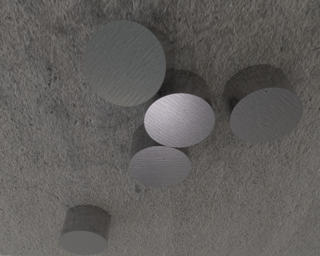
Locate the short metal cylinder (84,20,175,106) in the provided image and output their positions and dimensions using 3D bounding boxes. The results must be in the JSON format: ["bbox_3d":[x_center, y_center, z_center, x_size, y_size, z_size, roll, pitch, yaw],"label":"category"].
[{"bbox_3d":[-0.028,-0.066,0.314,0.080,0.050,0.079,4,107,12],"label":"short metal cylinder"}]

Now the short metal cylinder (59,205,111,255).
[{"bbox_3d":[-0.129,0.179,0.542,0.081,0.050,0.079,0,130,0],"label":"short metal cylinder"}]

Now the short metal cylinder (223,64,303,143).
[{"bbox_3d":[0.119,-0.028,0.368,0.081,0.050,0.079,0,130,0],"label":"short metal cylinder"}]

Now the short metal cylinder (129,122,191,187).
[{"bbox_3d":[0.000,0.036,0.421,0.080,0.050,0.079,0,131,0],"label":"short metal cylinder"}]

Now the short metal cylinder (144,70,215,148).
[{"bbox_3d":[0.022,-0.022,0.372,0.081,0.050,0.079,0,130,0],"label":"short metal cylinder"}]
